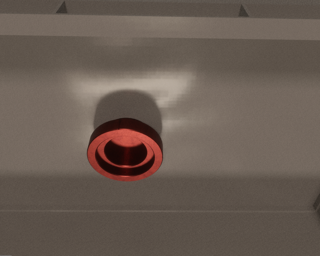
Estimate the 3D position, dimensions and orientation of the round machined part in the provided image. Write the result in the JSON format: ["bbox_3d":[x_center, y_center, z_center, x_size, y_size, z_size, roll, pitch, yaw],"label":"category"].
[{"bbox_3d":[-0.045,0.025,0.418,0.099,0.042,0.097,-1,130,0],"label":"round machined part"}]
